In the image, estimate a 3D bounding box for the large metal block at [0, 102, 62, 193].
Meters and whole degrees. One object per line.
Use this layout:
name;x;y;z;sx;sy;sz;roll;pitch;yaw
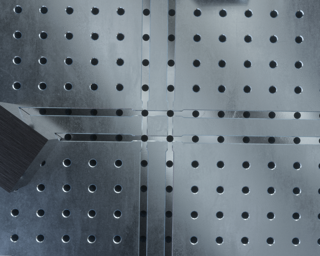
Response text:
large metal block;-0.191;0.023;0.400;0.080;0.050;0.080;36;90;0
